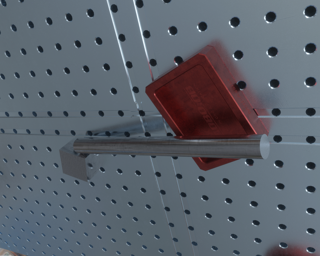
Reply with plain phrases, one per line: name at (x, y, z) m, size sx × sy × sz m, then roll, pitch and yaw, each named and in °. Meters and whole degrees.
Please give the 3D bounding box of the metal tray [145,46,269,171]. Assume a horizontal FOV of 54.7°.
metal tray at (0.055, -0.018, 0.366) m, size 0.090 × 0.030 × 0.130 m, roll -27°, pitch 104°, yaw 37°

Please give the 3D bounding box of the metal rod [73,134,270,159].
metal rod at (-0.012, 0.023, 0.399) m, size 0.300 × 0.025 × 0.025 m, roll -3°, pitch 118°, yaw 40°

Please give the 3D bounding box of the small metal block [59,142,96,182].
small metal block at (-0.136, 0.057, 0.516) m, size 0.050 × 0.025 × 0.050 m, roll 15°, pitch 125°, yaw 19°
